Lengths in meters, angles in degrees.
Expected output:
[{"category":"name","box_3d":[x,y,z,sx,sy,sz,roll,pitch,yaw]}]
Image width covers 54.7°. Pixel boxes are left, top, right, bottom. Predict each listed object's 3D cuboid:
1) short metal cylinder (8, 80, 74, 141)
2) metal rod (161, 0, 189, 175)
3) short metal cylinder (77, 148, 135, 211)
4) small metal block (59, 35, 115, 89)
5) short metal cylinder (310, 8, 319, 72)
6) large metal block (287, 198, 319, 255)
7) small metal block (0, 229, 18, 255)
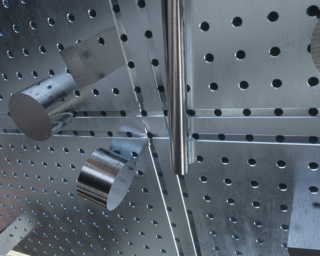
[{"category":"short metal cylinder","box_3d":[-0.181,-0.027,0.474,0.080,0.050,0.079,13,124,21]},{"category":"metal rod","box_3d":[0.018,-0.071,0.357,0.025,0.025,0.298,10,123,23]},{"category":"short metal cylinder","box_3d":[-0.079,0.076,0.464,0.050,0.080,0.079,21,126,16]},{"category":"small metal block","box_3d":[-0.090,-0.084,0.391,0.025,0.050,0.050,-12,112,33]},{"category":"short metal cylinder","box_3d":[0.170,-0.078,0.257,0.080,0.050,0.079,13,124,21]},{"category":"large metal block","box_3d":[0.195,0.125,0.350,0.080,0.080,0.050,-7,115,31]},{"category":"small metal block","box_3d":[-0.405,0.298,0.793,0.025,0.050,0.050,-22,107,36]}]
